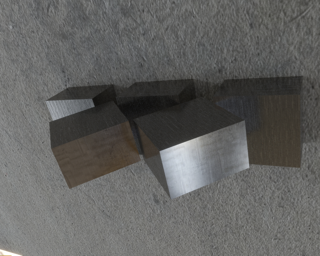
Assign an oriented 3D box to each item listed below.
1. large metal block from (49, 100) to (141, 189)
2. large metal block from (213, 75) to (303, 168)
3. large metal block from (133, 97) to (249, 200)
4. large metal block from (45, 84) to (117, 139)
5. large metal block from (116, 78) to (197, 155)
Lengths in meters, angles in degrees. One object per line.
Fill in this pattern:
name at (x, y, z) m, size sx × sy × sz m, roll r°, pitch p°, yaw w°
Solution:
large metal block at (-0.077, 0.014, 0.356) m, size 0.081 × 0.080 × 0.050 m, roll -21°, pitch 116°, yaw -13°
large metal block at (0.108, -0.008, 0.331) m, size 0.080 × 0.050 × 0.079 m, roll 2°, pitch 119°, yaw 27°
large metal block at (0.028, 0.014, 0.304) m, size 0.080 × 0.081 × 0.050 m, roll -135°, pitch 29°, yaw -61°
large metal block at (-0.100, -0.013, 0.435) m, size 0.080 × 0.050 × 0.080 m, roll 0°, pitch 119°, yaw 27°
large metal block at (0.002, -0.013, 0.382) m, size 0.080 × 0.050 × 0.079 m, roll 1°, pitch 119°, yaw 27°
